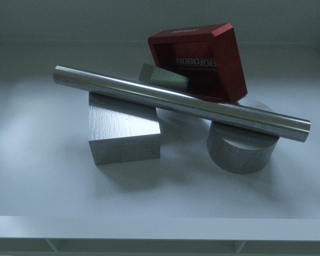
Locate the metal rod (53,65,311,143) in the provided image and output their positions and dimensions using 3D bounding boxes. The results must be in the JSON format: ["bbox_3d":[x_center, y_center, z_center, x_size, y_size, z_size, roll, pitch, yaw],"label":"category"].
[{"bbox_3d":[0.015,-0.032,0.364,0.301,0.025,0.025,14,51,11],"label":"metal rod"}]

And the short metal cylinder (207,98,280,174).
[{"bbox_3d":[0.101,0.009,0.381,0.081,0.050,0.080,0,50,0],"label":"short metal cylinder"}]

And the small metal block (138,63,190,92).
[{"bbox_3d":[0.004,-0.065,0.414,0.050,0.025,0.050,15,10,-22],"label":"small metal block"}]

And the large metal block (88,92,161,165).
[{"bbox_3d":[-0.045,-0.004,0.390,0.081,0.050,0.080,-6,50,-6],"label":"large metal block"}]

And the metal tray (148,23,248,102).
[{"bbox_3d":[0.044,-0.081,0.397,0.030,0.090,0.130,-33,28,-26],"label":"metal tray"}]
